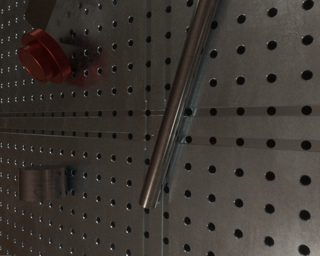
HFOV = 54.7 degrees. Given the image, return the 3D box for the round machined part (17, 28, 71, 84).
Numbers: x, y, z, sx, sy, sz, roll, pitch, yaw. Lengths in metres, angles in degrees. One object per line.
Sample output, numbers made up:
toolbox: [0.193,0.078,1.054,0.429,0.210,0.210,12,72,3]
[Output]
round machined part: [-0.202,-0.115,0.528,0.098,0.042,0.097,31,148,22]

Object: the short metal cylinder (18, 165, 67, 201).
short metal cylinder: [-0.202,0.093,0.537,0.080,0.081,0.050,-2,89,39]

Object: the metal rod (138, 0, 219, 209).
metal rod: [0.023,-0.036,0.388,0.025,0.025,0.298,26,106,36]

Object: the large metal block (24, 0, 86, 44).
large metal block: [-0.186,-0.207,0.544,0.080,0.050,0.080,46,117,29]
